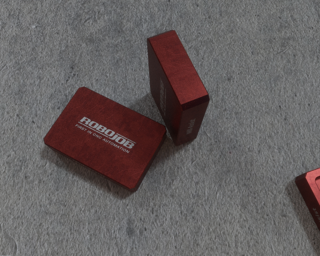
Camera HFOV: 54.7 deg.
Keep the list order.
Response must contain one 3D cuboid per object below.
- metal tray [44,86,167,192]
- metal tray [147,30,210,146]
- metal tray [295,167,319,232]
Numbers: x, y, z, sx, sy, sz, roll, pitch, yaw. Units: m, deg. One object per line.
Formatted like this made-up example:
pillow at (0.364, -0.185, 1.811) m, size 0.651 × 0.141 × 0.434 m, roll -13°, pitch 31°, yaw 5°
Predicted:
metal tray at (-0.068, 0.013, 0.400) m, size 0.130 × 0.030 × 0.090 m, roll 26°, pitch 72°, yaw 9°
metal tray at (0.017, -0.040, 0.367) m, size 0.030 × 0.130 × 0.090 m, roll -22°, pitch 72°, yaw -7°
metal tray at (0.235, 0.103, 0.369) m, size 0.091 × 0.030 × 0.130 m, roll -18°, pitch 71°, yaw -7°
